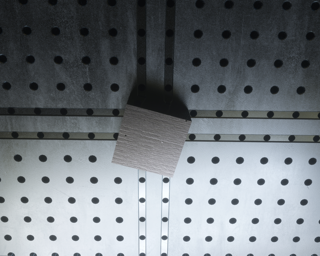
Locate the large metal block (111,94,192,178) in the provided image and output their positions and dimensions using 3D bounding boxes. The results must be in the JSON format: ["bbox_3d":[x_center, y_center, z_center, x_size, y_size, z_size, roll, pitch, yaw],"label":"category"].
[{"bbox_3d":[-0.012,0.009,0.403,0.081,0.050,0.079,15,109,-6],"label":"large metal block"}]
